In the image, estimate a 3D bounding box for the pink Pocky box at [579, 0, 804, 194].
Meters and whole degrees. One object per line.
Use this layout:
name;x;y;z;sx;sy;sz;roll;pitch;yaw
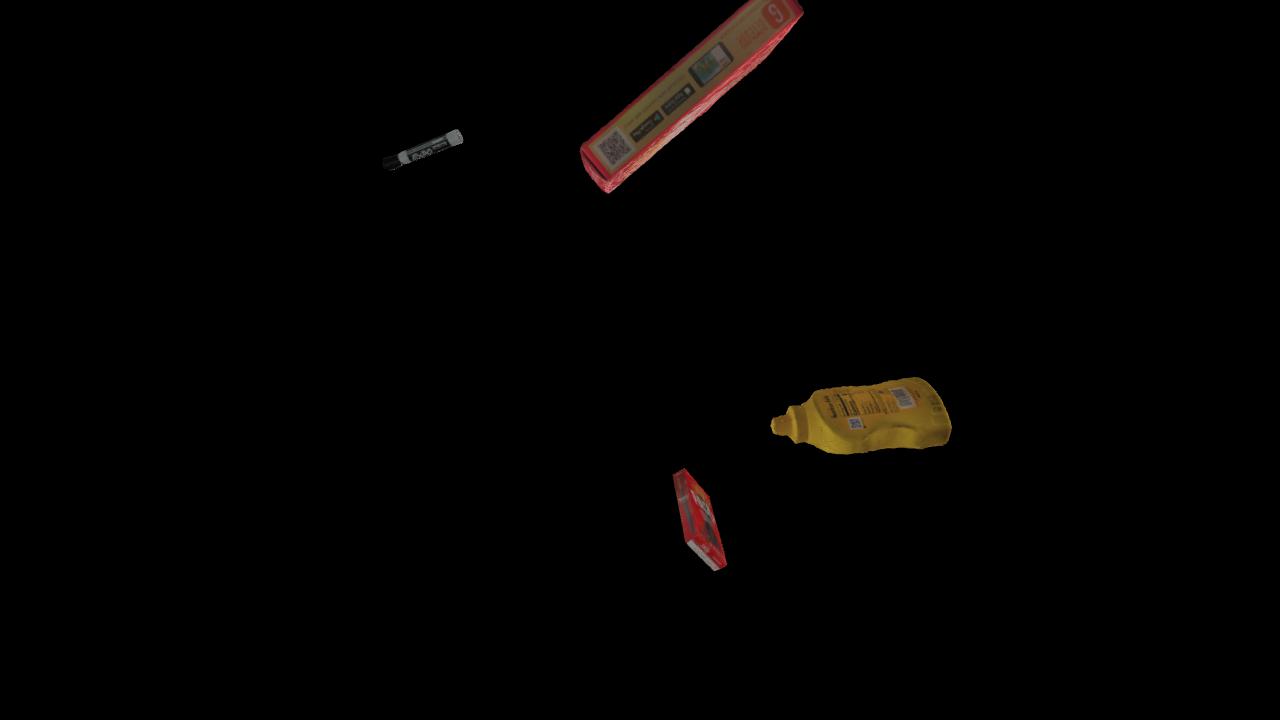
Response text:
pink Pocky box;0.028;-0.171;0.402;0.155;0.029;0.084;-40;10;4

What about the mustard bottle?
mustard bottle;0.238;0.064;0.687;0.184;0.054;0.092;-6;44;-1

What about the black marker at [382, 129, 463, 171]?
black marker;-0.301;-0.288;0.848;0.121;0.020;0.020;-17;-3;11

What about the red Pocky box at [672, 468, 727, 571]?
red Pocky box;0.092;0.248;0.972;0.028;0.083;0.155;-34;27;13
